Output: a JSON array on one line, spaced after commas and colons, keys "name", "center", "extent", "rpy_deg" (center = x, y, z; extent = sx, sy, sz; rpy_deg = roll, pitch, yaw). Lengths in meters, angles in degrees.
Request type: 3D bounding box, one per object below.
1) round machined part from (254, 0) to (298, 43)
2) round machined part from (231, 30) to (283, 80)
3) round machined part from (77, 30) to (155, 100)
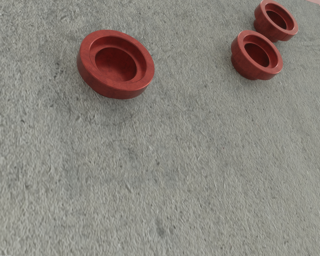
[{"name": "round machined part", "center": [0.239, -0.221, 0.656], "extent": [0.099, 0.042, 0.098], "rpy_deg": [14, 56, -21]}, {"name": "round machined part", "center": [0.169, -0.126, 0.560], "extent": [0.099, 0.042, 0.098], "rpy_deg": [14, 56, -21]}, {"name": "round machined part", "center": [-0.060, -0.078, 0.408], "extent": [0.099, 0.042, 0.098], "rpy_deg": [14, 56, -21]}]
